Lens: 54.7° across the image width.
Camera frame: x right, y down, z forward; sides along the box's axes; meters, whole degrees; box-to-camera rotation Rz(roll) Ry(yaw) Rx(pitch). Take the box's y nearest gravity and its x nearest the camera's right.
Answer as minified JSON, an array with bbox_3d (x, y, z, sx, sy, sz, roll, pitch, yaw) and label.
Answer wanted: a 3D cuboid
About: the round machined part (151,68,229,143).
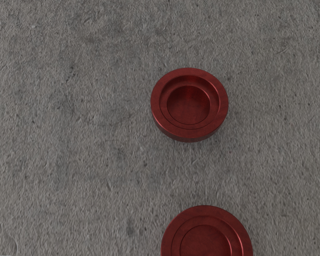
[{"bbox_3d":[0.037,-0.027,0.409,0.099,0.042,0.098,0,70,0],"label":"round machined part"}]

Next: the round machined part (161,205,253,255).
[{"bbox_3d":[0.050,0.139,0.349,0.099,0.042,0.098,0,70,0],"label":"round machined part"}]
